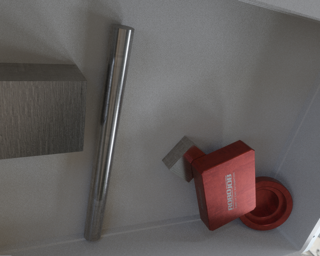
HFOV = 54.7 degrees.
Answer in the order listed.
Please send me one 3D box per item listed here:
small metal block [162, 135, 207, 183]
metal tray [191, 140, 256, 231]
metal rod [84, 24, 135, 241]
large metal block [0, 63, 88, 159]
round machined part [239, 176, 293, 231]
[{"bbox_3d":[0.040,0.047,0.462,0.050,0.025,0.050,-48,129,5],"label":"small metal block"},{"bbox_3d":[0.103,0.092,0.484,0.091,0.030,0.129,-22,124,-15],"label":"metal tray"},{"bbox_3d":[-0.069,0.025,0.387,0.025,0.025,0.298,-2,119,-28],"label":"metal rod"},{"bbox_3d":[-0.122,-0.019,0.315,0.081,0.050,0.079,-4,121,-27],"label":"large metal block"},{"bbox_3d":[0.185,0.133,0.567,0.099,0.042,0.097,0,104,1],"label":"round machined part"}]
